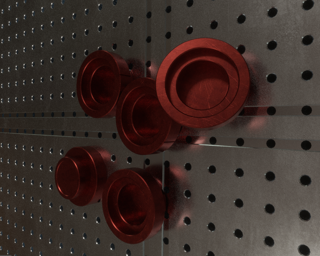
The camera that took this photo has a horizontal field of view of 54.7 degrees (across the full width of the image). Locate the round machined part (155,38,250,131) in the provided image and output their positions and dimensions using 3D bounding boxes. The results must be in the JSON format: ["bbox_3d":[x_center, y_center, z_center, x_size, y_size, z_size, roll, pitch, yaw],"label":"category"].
[{"bbox_3d":[0.048,-0.045,0.341,0.098,0.042,0.097,-2,81,13],"label":"round machined part"}]

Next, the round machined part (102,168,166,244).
[{"bbox_3d":[-0.031,0.102,0.422,0.098,0.042,0.097,0,90,39],"label":"round machined part"}]

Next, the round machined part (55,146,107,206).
[{"bbox_3d":[-0.135,0.079,0.507,0.098,0.042,0.097,0,90,39],"label":"round machined part"}]

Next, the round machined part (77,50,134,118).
[{"bbox_3d":[-0.077,-0.063,0.459,0.098,0.042,0.097,0,90,39],"label":"round machined part"}]

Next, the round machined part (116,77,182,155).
[{"bbox_3d":[-0.009,-0.015,0.403,0.098,0.042,0.097,0,90,41],"label":"round machined part"}]
